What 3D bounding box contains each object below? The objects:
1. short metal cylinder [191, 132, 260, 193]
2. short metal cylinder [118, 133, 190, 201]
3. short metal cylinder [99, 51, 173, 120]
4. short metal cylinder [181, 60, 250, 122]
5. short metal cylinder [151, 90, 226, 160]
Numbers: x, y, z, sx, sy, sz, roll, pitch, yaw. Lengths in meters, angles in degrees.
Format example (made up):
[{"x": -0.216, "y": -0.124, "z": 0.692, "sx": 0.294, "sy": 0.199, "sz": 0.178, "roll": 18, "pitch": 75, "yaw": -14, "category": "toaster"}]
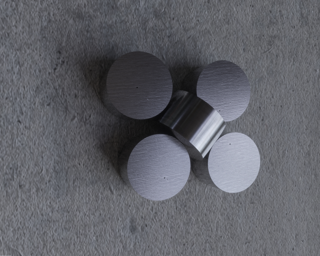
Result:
[{"x": 0.090, "y": 0.045, "z": 0.431, "sx": 0.081, "sy": 0.050, "sz": 0.079, "roll": 0, "pitch": 90, "yaw": -21, "category": "short metal cylinder"}, {"x": -0.009, "y": 0.047, "z": 0.394, "sx": 0.081, "sy": 0.050, "sz": 0.079, "roll": 0, "pitch": 90, "yaw": -21, "category": "short metal cylinder"}, {"x": -0.031, "y": -0.050, "z": 0.385, "sx": 0.081, "sy": 0.050, "sz": 0.079, "roll": 0, "pitch": 90, "yaw": -21, "category": "short metal cylinder"}, {"x": 0.075, "y": -0.048, "z": 0.424, "sx": 0.081, "sy": 0.050, "sz": 0.079, "roll": 0, "pitch": 90, "yaw": -21, "category": "short metal cylinder"}, {"x": 0.036, "y": -0.003, "z": 0.396, "sx": 0.080, "sy": 0.080, "sz": 0.050, "roll": 41, "pitch": 77, "yaw": -16, "category": "short metal cylinder"}]
